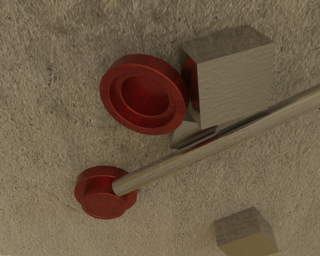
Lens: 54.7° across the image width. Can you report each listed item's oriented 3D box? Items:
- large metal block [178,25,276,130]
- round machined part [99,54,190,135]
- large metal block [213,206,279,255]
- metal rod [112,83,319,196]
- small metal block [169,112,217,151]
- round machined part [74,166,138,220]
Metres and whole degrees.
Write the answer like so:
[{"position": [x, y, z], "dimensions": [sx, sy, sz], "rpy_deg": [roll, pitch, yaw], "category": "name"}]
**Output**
[{"position": [0.069, -0.054, 0.331], "dimensions": [0.081, 0.050, 0.080], "rpy_deg": [-17, 130, -9], "category": "large metal block"}, {"position": [-0.014, -0.041, 0.349], "dimensions": [0.098, 0.042, 0.097], "rpy_deg": [12, 136, 12], "category": "round machined part"}, {"position": [0.155, 0.195, 0.559], "dimensions": [0.080, 0.050, 0.080], "rpy_deg": [-28, 125, 21], "category": "large metal block"}, {"position": [0.064, 0.023, 0.394], "dimensions": [0.300, 0.025, 0.025], "rpy_deg": [-27, 125, 21], "category": "metal rod"}, {"position": [0.042, 0.004, 0.411], "dimensions": [0.050, 0.025, 0.050], "rpy_deg": [9, 130, -8], "category": "small metal block"}, {"position": [-0.085, 0.107, 0.486], "dimensions": [0.099, 0.042, 0.097], "rpy_deg": [0, 130, 0], "category": "round machined part"}]
